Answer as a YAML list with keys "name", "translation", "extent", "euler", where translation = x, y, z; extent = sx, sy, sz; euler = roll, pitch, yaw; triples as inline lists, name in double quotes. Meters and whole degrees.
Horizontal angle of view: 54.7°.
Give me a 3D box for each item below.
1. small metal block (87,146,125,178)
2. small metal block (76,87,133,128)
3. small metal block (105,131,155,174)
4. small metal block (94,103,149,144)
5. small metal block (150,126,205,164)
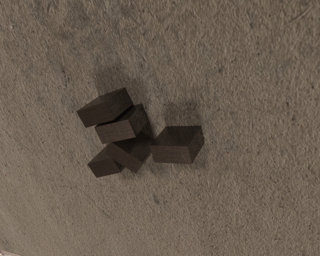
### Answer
- name: "small metal block"
  translation: [-0.068, 0.044, 0.452]
  extent: [0.050, 0.050, 0.025]
  euler: [-17, 110, 35]
- name: "small metal block"
  translation: [-0.072, -0.027, 0.410]
  extent: [0.050, 0.050, 0.025]
  euler: [-13, 111, 33]
- name: "small metal block"
  translation: [-0.038, 0.027, 0.426]
  extent: [0.050, 0.050, 0.025]
  euler: [33, 128, 5]
- name: "small metal block"
  translation: [-0.049, -0.006, 0.407]
  extent: [0.050, 0.050, 0.025]
  euler: [-12, 113, 24]
- name: "small metal block"
  translation: [0.023, 0.020, 0.390]
  extent: [0.050, 0.050, 0.025]
  euler: [-1, 118, 28]
